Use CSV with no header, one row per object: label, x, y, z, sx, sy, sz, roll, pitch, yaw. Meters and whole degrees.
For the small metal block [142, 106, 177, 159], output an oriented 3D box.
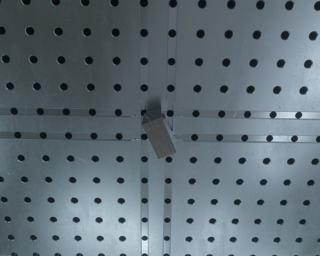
small metal block,0.000,0.004,0.401,0.025,0.050,0.050,-21,109,7
